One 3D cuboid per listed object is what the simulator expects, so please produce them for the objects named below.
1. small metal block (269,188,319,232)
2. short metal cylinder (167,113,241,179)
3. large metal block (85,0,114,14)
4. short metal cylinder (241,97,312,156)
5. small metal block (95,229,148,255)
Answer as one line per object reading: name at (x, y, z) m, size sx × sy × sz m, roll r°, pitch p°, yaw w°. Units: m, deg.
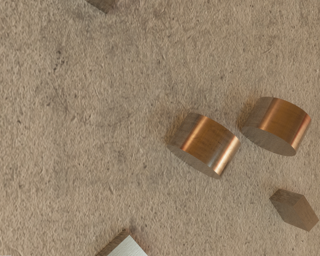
small metal block at (0.204, 0.124, 0.474) m, size 0.025 × 0.050 × 0.050 m, roll -39°, pitch 103°, yaw -16°
short metal cylinder at (0.056, 0.024, 0.402) m, size 0.080 × 0.080 × 0.050 m, roll 37°, pitch 78°, yaw -17°
large metal block at (-0.076, -0.199, 0.368) m, size 0.080 × 0.050 × 0.080 m, roll 29°, pitch 80°, yaw -18°
short metal cylinder at (0.165, -0.001, 0.443) m, size 0.080 × 0.080 × 0.050 m, roll 34°, pitch 79°, yaw -17°
small metal block at (-0.046, 0.167, 0.393) m, size 0.050 × 0.025 × 0.050 m, roll -40°, pitch 103°, yaw -16°
